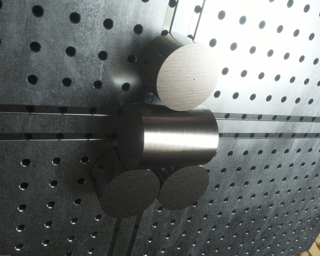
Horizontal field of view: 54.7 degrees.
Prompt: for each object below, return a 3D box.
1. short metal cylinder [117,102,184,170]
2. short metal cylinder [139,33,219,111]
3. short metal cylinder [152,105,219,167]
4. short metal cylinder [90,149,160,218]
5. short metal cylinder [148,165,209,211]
[{"bbox_3d":[-0.014,0.010,0.376,0.050,0.080,0.079,0,118,-29],"label":"short metal cylinder"},{"bbox_3d":[0.022,-0.067,0.367,0.081,0.050,0.079,-14,125,-21],"label":"short metal cylinder"},{"bbox_3d":[0.030,0.009,0.400,0.050,0.080,0.079,0,118,-29],"label":"short metal cylinder"},{"bbox_3d":[-0.047,0.073,0.415,0.081,0.050,0.079,-14,125,-21],"label":"short metal cylinder"},{"bbox_3d":[0.024,0.073,0.454,0.081,0.050,0.079,-14,125,-21],"label":"short metal cylinder"}]
